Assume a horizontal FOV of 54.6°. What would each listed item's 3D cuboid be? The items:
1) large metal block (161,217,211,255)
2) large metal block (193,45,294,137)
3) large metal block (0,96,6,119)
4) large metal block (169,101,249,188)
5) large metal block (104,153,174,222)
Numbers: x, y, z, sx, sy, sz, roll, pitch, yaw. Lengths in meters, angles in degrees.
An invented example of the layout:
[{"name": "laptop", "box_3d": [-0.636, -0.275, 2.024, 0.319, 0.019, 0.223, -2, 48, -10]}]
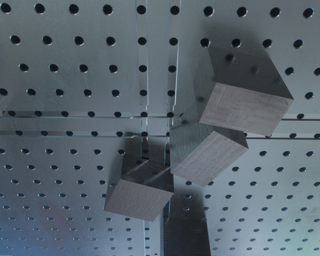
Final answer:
[{"name": "large metal block", "box_3d": [0.043, 0.212, 0.556, 0.080, 0.080, 0.050, 5, 130, -5]}, {"name": "large metal block", "box_3d": [0.085, -0.042, 0.340, 0.080, 0.080, 0.050, 11, 129, -9]}, {"name": "large metal block", "box_3d": [-0.244, -0.037, 0.362, 0.080, 0.050, 0.080, -2, 130, 2]}, {"name": "large metal block", "box_3d": [0.056, 0.013, 0.387, 0.050, 0.080, 0.080, 27, 125, -21]}, {"name": "large metal block", "box_3d": [-0.032, 0.093, 0.474, 0.080, 0.050, 0.080, 18, 128, -15]}]
